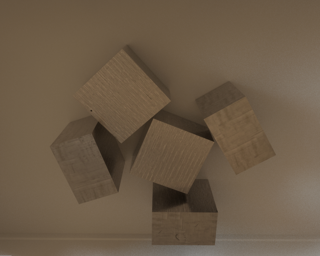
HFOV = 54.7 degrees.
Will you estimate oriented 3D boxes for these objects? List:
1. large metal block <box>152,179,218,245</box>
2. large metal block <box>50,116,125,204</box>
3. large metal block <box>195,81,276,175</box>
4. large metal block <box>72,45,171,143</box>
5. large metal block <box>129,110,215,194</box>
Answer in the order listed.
[{"bbox_3d":[0.030,0.112,0.423,0.081,0.080,0.050,1,110,-1],"label":"large metal block"},{"bbox_3d":[-0.086,0.035,0.392,0.050,0.080,0.080,-18,109,6],"label":"large metal block"},{"bbox_3d":[0.089,-0.003,0.380,0.050,0.080,0.080,-29,108,10],"label":"large metal block"},{"bbox_3d":[-0.044,-0.043,0.380,0.080,0.050,0.080,-40,106,13],"label":"large metal block"},{"bbox_3d":[0.014,0.029,0.407,0.080,0.050,0.079,21,109,-8],"label":"large metal block"}]
